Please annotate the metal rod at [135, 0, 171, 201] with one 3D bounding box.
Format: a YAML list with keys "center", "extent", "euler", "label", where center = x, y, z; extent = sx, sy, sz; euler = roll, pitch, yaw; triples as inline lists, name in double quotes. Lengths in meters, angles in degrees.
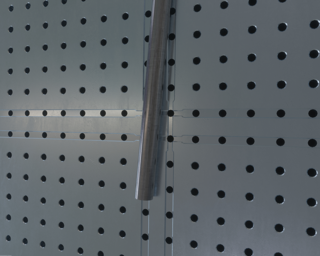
- center: [-0.008, -0.054, 0.415]
  extent: [0.025, 0.025, 0.298]
  euler: [6, 92, 20]
  label: "metal rod"
